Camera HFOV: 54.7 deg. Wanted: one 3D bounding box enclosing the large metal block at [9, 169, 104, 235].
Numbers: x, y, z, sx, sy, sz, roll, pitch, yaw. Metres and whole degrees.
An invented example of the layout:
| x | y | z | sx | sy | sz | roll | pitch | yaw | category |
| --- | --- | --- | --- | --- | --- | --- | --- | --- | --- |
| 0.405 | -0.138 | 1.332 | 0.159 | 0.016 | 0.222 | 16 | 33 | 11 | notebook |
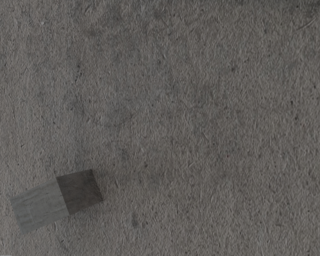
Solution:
| x | y | z | sx | sy | sz | roll | pitch | yaw | category |
| --- | --- | --- | --- | --- | --- | --- | --- | --- | --- |
| -0.140 | 0.100 | 0.429 | 0.080 | 0.080 | 0.050 | -26 | 82 | 18 | large metal block |
